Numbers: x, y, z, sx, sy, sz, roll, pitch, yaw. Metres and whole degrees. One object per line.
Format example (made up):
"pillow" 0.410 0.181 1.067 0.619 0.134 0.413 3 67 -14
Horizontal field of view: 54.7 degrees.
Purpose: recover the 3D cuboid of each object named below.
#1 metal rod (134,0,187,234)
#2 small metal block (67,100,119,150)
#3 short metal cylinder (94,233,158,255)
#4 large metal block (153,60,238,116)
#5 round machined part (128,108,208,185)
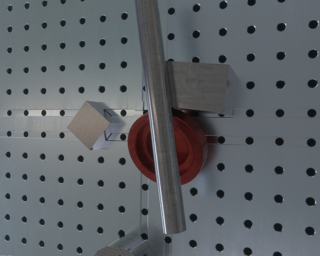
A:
"metal rod" -0.003 -0.042 0.328 0.025 0.025 0.298 -8 87 20
"small metal block" -0.097 -0.004 0.447 0.050 0.025 0.050 42 103 15
"short metal cylinder" -0.047 0.190 0.416 0.080 0.050 0.079 0 90 20
"large metal block" 0.044 -0.045 0.368 0.080 0.080 0.050 8 92 20
"round machined part" 0.013 0.020 0.388 0.098 0.042 0.097 10 115 22
